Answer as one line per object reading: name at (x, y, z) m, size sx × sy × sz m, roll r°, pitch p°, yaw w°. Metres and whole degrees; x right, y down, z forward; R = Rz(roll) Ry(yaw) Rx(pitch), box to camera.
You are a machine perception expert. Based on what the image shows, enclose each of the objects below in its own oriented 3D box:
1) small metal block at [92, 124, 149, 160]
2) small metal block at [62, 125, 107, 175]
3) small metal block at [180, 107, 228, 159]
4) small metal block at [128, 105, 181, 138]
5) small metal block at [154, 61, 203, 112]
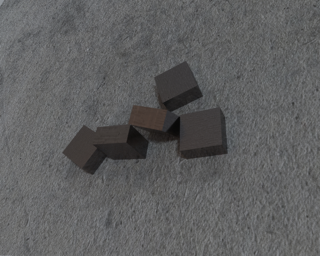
small metal block at (-0.050, 0.020, 0.402) m, size 0.050 × 0.050 × 0.025 m, roll -5°, pitch 60°, yaw 26°
small metal block at (-0.102, 0.030, 0.439) m, size 0.050 × 0.025 × 0.050 m, roll 27°, pitch 76°, yaw 37°
small metal block at (0.052, 0.007, 0.372) m, size 0.050 × 0.025 × 0.050 m, roll -10°, pitch 57°, yaw 22°
small metal block at (-0.003, -0.007, 0.391) m, size 0.050 × 0.050 × 0.025 m, roll 11°, pitch 83°, yaw 33°
small metal block at (0.025, -0.057, 0.426) m, size 0.050 × 0.025 × 0.050 m, roll -26°, pitch 53°, yaw 12°
